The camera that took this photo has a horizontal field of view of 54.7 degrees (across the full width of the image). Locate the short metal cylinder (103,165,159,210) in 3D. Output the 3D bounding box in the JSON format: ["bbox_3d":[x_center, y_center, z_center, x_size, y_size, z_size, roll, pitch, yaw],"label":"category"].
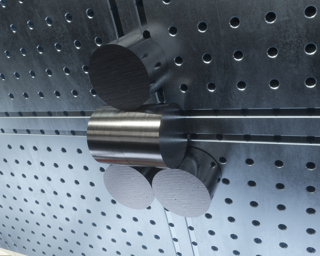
[{"bbox_3d":[-0.035,0.072,0.455,0.080,0.050,0.079,13,124,20],"label":"short metal cylinder"}]

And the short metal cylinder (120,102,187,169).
[{"bbox_3d":[-0.005,0.009,0.383,0.050,0.080,0.080,0,119,28],"label":"short metal cylinder"}]

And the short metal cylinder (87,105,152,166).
[{"bbox_3d":[-0.050,0.009,0.406,0.050,0.080,0.080,0,119,28],"label":"short metal cylinder"}]

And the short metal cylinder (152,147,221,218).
[{"bbox_3d":[0.036,0.073,0.418,0.080,0.050,0.079,13,124,20],"label":"short metal cylinder"}]

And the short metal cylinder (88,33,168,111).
[{"bbox_3d":[-0.037,-0.068,0.371,0.080,0.050,0.079,13,124,20],"label":"short metal cylinder"}]
